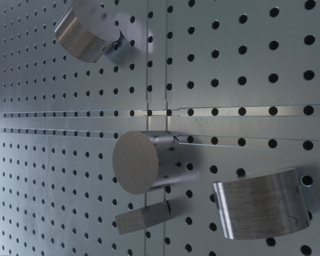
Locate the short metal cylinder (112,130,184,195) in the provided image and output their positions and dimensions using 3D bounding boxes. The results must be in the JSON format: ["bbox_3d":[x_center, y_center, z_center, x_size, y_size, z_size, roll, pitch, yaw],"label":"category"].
[{"bbox_3d":[-0.016,0.043,0.407,0.080,0.050,0.079,0,90,40],"label":"short metal cylinder"}]

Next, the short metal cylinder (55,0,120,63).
[{"bbox_3d":[-0.107,-0.145,0.462,0.050,0.081,0.080,-37,67,34],"label":"short metal cylinder"}]

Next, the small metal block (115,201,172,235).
[{"bbox_3d":[-0.022,0.119,0.411,0.050,0.050,0.025,-27,73,37],"label":"small metal block"}]

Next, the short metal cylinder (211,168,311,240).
[{"bbox_3d":[0.094,0.070,0.296,0.080,0.081,0.050,-18,79,38],"label":"short metal cylinder"}]
